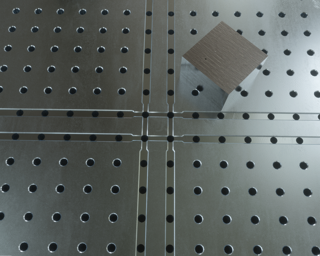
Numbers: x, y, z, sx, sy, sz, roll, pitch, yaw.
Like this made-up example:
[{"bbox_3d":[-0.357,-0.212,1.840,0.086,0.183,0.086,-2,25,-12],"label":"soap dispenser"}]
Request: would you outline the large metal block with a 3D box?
[{"bbox_3d":[0.086,-0.086,0.431,0.080,0.050,0.080,43,75,14],"label":"large metal block"}]
